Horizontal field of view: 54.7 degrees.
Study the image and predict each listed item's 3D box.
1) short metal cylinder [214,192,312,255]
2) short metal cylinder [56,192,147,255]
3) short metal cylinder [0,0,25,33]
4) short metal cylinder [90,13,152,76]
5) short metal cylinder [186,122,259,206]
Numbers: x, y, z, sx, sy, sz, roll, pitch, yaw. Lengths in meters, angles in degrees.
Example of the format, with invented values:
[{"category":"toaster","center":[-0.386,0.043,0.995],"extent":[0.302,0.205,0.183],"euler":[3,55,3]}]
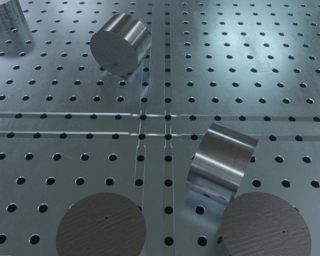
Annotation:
[{"category":"short metal cylinder","center":[0.096,0.110,0.300],"extent":[0.081,0.050,0.080],"euler":[0,50,0]},{"category":"short metal cylinder","center":[-0.053,0.110,0.298],"extent":[0.081,0.050,0.080],"euler":[0,50,0]},{"category":"short metal cylinder","center":[-0.300,-0.220,0.573],"extent":[0.081,0.050,0.080],"euler":[0,50,0]},{"category":"short metal cylinder","center":[-0.060,-0.127,0.478],"extent":[0.080,0.080,0.050],"euler":[18,52,14]},{"category":"short metal cylinder","center":[0.069,0.040,0.339],"extent":[0.050,0.080,0.080],"euler":[23,54,17]}]
